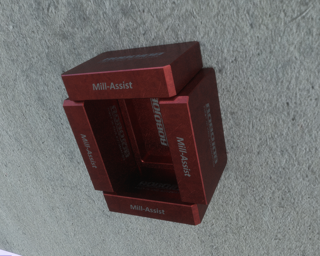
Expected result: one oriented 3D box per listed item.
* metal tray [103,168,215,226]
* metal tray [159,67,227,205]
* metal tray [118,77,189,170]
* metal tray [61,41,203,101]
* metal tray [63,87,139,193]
[{"bbox_3d":[0.003,0.077,0.411,0.130,0.090,0.030,1,119,27],"label":"metal tray"},{"bbox_3d":[0.043,0.008,0.347,0.030,0.090,0.129,1,119,28],"label":"metal tray"},{"bbox_3d":[0.001,-0.008,0.398,0.090,0.030,0.129,1,119,27],"label":"metal tray"},{"bbox_3d":[-0.029,-0.063,0.341,0.130,0.090,0.030,1,119,27],"label":"metal tray"},{"bbox_3d":[-0.065,0.006,0.402,0.030,0.090,0.129,1,119,28],"label":"metal tray"}]
